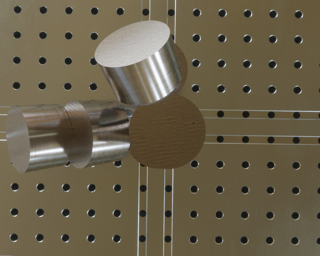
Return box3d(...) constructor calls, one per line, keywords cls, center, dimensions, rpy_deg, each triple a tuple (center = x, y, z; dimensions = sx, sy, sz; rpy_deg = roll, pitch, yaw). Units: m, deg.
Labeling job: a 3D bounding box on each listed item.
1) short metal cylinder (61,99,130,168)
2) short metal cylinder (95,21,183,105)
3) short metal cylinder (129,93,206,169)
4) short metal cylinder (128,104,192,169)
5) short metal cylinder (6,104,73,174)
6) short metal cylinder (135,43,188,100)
box3d(cls="short metal cylinder", center=(-0.080, 0.005, 0.378), dimensions=(0.050, 0.080, 0.080), rpy_deg=(-7, 90, -42))
box3d(cls="short metal cylinder", center=(-0.021, -0.070, 0.329), dimensions=(0.080, 0.080, 0.050), rpy_deg=(-24, 133, 0))
box3d(cls="short metal cylinder", center=(0.008, 0.003, 0.349), dimensions=(0.081, 0.050, 0.079), rpy_deg=(0, 90, 0))
box3d(cls="short metal cylinder", center=(-0.002, 0.009, 0.400), dimensions=(0.081, 0.050, 0.079), rpy_deg=(0, 90, 0))
box3d(cls="short metal cylinder", center=(-0.148, 0.011, 0.378), dimensions=(0.050, 0.080, 0.080), rpy_deg=(-8, 90, -42))
box3d(cls="short metal cylinder", center=(-0.006, -0.071, 0.400), dimensions=(0.081, 0.050, 0.079), rpy_deg=(0, 90, 0))
